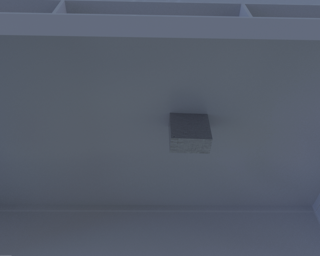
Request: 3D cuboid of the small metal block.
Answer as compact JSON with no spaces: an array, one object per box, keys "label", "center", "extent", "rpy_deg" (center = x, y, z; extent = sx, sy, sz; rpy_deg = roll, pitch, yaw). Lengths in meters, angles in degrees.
[{"label":"small metal block","center":[0.038,0.006,0.399],"extent":[0.050,0.050,0.025],"rpy_deg":[2,130,-2]}]
